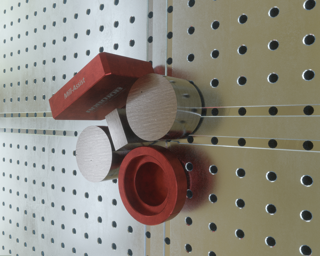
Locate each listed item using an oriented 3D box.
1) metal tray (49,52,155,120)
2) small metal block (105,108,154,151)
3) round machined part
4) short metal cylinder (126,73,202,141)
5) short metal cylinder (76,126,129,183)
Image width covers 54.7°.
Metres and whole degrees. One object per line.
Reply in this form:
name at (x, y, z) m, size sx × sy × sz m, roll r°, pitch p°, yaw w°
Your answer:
metal tray at (-0.080, -0.051, 0.427) m, size 0.130 × 0.091 × 0.030 m, roll -30°, pitch 72°, yaw 36°
small metal block at (-0.041, 0.002, 0.421) m, size 0.025 × 0.050 × 0.050 m, roll -32°, pitch 71°, yaw 36°
round machined part at (-0.005, 0.071, 0.397) m, size 0.098 × 0.042 × 0.097 m, roll 0°, pitch 90°, yaw 40°
short metal cylinder at (0.004, -0.025, 0.385) m, size 0.080 × 0.050 × 0.079 m, roll 0°, pitch 90°, yaw 40°
short metal cylinder at (-0.078, 0.036, 0.452) m, size 0.080 × 0.050 × 0.079 m, roll 0°, pitch 90°, yaw 40°
